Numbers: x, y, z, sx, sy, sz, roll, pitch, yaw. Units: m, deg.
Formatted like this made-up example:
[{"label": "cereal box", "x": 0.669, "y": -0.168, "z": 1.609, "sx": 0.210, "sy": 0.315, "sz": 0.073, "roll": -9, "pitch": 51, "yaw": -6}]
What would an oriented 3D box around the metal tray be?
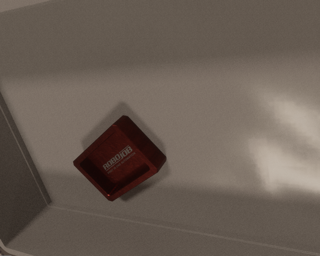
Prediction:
[{"label": "metal tray", "x": -0.064, "y": 0.050, "z": 0.468, "sx": 0.090, "sy": 0.030, "sz": 0.129, "roll": 47, "pitch": 129, "yaw": -6}]
